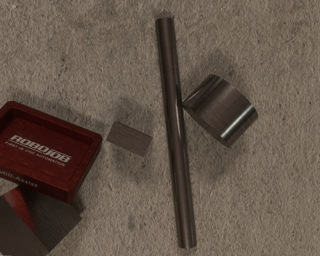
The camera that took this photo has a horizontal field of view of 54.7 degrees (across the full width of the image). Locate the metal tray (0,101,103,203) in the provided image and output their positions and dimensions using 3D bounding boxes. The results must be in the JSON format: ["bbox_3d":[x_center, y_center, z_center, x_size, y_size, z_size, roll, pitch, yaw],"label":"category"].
[{"bbox_3d":[-0.148,0.026,0.378,0.131,0.030,0.090,21,47,-1],"label":"metal tray"}]

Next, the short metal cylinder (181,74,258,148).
[{"bbox_3d":[0.073,-0.021,0.384,0.080,0.080,0.050,43,90,-1],"label":"short metal cylinder"}]

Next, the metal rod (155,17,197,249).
[{"bbox_3d":[0.021,0.007,0.410,0.025,0.025,0.298,-6,90,-1],"label":"metal rod"}]

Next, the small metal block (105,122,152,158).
[{"bbox_3d":[-0.038,0.014,0.397,0.050,0.050,0.025,25,90,-1],"label":"small metal block"}]

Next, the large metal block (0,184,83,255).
[{"bbox_3d":[-0.154,0.111,0.375,0.050,0.080,0.080,-39,91,15],"label":"large metal block"}]
